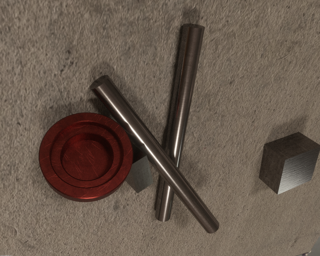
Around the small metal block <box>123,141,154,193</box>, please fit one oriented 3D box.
[{"bbox_3d":[-0.037,0.047,0.397,0.025,0.050,0.050,-31,132,-24],"label":"small metal block"}]

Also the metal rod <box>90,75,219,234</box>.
[{"bbox_3d":[0.008,0.053,0.417,0.025,0.025,0.300,-38,121,-3],"label":"metal rod"}]

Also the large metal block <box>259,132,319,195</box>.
[{"bbox_3d":[0.232,0.063,0.560,0.081,0.050,0.079,-16,125,-20],"label":"large metal block"}]

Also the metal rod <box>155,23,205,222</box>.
[{"bbox_3d":[0.022,0.012,0.427,0.025,0.025,0.298,-7,122,-25],"label":"metal rod"}]

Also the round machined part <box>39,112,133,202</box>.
[{"bbox_3d":[-0.082,0.035,0.350,0.099,0.098,0.042,-16,161,-20],"label":"round machined part"}]
